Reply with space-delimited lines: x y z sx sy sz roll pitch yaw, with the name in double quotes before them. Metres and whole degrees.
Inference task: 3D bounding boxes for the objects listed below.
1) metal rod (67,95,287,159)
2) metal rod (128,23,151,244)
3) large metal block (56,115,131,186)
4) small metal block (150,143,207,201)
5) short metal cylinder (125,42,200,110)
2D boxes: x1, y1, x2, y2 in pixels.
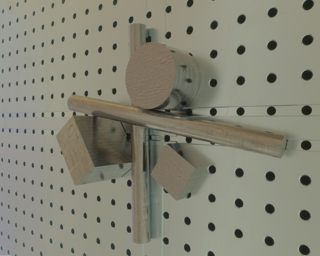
"metal rod" -0.003 -0.010 0.385 0.300 0.025 0.025 13 98 31
"metal rod" -0.028 0.007 0.431 0.025 0.025 0.298 -2 89 39
"large metal block" -0.089 0.030 0.443 0.050 0.081 0.080 -42 65 32
"small metal block" 0.022 0.054 0.390 0.050 0.025 0.050 40 114 32
"short metal cylinder" 0.003 -0.063 0.389 0.080 0.050 0.079 0 90 39
